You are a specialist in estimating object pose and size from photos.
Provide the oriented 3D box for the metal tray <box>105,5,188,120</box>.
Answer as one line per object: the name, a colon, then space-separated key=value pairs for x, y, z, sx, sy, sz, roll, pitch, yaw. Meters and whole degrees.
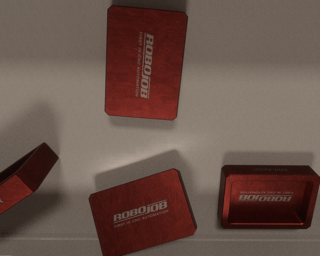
metal tray: x=-0.019 y=-0.078 z=0.380 sx=0.091 sy=0.030 sz=0.129 roll=4 pitch=110 yaw=-2

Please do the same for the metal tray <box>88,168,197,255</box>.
metal tray: x=-0.024 y=0.117 z=0.429 sx=0.131 sy=0.030 sz=0.090 roll=-18 pitch=79 yaw=6

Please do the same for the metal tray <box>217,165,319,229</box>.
metal tray: x=0.154 y=0.100 z=0.447 sx=0.131 sy=0.030 sz=0.089 roll=0 pitch=110 yaw=-1

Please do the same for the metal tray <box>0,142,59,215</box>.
metal tray: x=-0.203 y=0.079 z=0.402 sx=0.130 sy=0.090 sz=0.030 roll=-33 pitch=107 yaw=11
